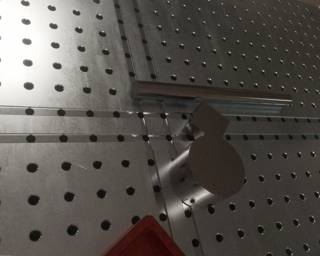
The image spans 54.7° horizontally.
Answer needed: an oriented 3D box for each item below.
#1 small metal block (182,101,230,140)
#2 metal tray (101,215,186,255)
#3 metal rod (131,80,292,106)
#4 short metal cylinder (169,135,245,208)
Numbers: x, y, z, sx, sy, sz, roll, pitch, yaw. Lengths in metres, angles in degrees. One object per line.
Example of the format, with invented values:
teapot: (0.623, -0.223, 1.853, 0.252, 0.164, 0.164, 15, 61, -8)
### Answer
small metal block: (0.067, -0.003, 0.448, 0.050, 0.025, 0.050, 37, 51, -4)
metal tray: (-0.003, 0.165, 0.303, 0.130, 0.030, 0.091, 49, 51, 6)
metal rod: (0.098, -0.052, 0.495, 0.303, 0.025, 0.025, 0, 62, -29)
short metal cylinder: (0.059, 0.055, 0.392, 0.081, 0.050, 0.080, 14, 56, -21)
